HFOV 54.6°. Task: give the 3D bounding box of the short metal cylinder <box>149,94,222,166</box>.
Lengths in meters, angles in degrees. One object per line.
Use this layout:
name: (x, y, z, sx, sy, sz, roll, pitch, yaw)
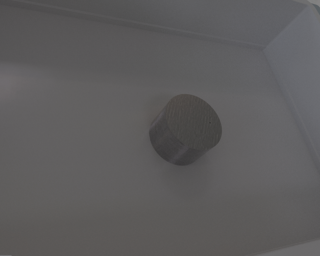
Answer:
short metal cylinder: (0.033, 0.003, 0.405, 0.081, 0.050, 0.080, 14, 56, -21)
